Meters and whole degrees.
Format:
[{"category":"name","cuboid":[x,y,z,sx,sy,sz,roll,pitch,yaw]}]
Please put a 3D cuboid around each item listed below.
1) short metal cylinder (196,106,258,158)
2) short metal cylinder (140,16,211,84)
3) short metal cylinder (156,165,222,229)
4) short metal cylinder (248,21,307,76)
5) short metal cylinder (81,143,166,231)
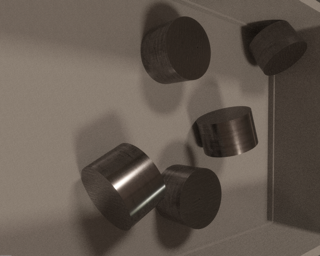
[{"category":"short metal cylinder","cuboid":[0.099,0.004,0.456,0.081,0.080,0.050,-27,107,-37]},{"category":"short metal cylinder","cuboid":[0.022,-0.101,0.410,0.081,0.050,0.079,0,90,-40]},{"category":"short metal cylinder","cuboid":[0.039,0.092,0.426,0.081,0.050,0.079,0,90,-40]},{"category":"short metal cylinder","cuboid":[0.202,-0.136,0.534,0.081,0.080,0.050,-3,56,-40]},{"category":"short metal cylinder","cuboid":[-0.040,0.063,0.339,0.050,0.080,0.080,-35,112,-35]}]
